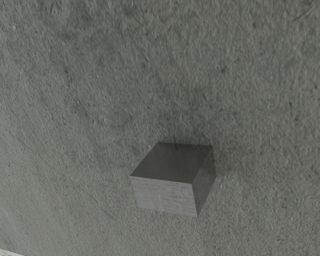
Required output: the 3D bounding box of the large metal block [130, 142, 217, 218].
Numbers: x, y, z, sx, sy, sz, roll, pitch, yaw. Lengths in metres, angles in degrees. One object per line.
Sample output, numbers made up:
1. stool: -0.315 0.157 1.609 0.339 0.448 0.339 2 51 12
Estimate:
1. large metal block: 0.020 0.062 0.399 0.080 0.080 0.050 3 120 27
